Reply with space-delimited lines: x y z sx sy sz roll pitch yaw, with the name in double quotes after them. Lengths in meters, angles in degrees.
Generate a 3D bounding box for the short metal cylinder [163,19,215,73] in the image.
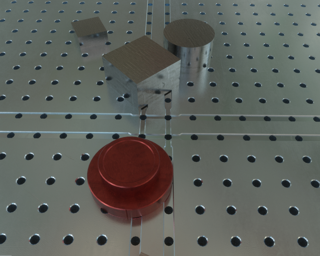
0.046 -0.134 0.505 0.081 0.050 0.080 0 50 0 "short metal cylinder"

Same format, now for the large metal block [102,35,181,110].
-0.027 -0.085 0.462 0.080 0.050 0.080 -34 58 -25 "large metal block"

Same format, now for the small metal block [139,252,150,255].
-0.005 0.150 0.281 0.050 0.025 0.050 19 52 15 "small metal block"

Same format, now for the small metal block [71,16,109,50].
-0.124 -0.168 0.548 0.050 0.025 0.050 -19 53 -16 "small metal block"

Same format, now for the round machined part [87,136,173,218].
-0.034 0.048 0.355 0.099 0.042 0.098 0 50 0 "round machined part"
